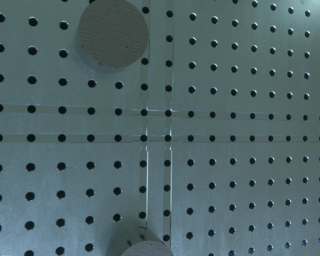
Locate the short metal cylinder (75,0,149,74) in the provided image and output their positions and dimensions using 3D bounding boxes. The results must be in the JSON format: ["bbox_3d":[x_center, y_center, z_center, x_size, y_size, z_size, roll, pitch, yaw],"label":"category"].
[{"bbox_3d":[-0.060,-0.110,0.377,0.081,0.050,0.079,0,90,-20],"label":"short metal cylinder"}]

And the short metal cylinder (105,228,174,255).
[{"bbox_3d":[-0.025,0.173,0.390,0.081,0.050,0.079,0,90,-20],"label":"short metal cylinder"}]
